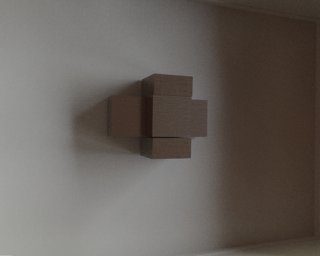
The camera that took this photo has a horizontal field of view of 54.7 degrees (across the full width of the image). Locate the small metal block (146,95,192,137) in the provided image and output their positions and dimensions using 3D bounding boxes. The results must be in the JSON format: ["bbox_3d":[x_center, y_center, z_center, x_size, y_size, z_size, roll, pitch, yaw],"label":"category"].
[{"bbox_3d":[0.011,-0.014,0.385,0.050,0.025,0.050,1,90,-20],"label":"small metal block"}]

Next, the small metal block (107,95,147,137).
[{"bbox_3d":[-0.039,-0.014,0.394,0.050,0.025,0.050,1,90,-20],"label":"small metal block"}]

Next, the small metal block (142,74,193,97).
[{"bbox_3d":[0.008,-0.052,0.398,0.050,0.050,0.025,1,90,-20],"label":"small metal block"}]

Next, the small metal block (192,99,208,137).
[{"bbox_3d":[0.036,-0.013,0.422,0.050,0.025,0.050,1,90,-20],"label":"small metal block"}]

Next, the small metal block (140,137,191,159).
[{"bbox_3d":[0.006,0.024,0.396,0.050,0.050,0.025,1,90,-20],"label":"small metal block"}]
